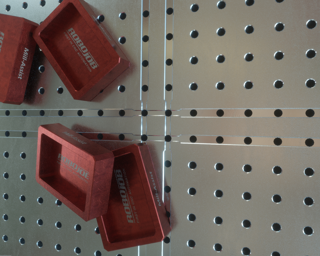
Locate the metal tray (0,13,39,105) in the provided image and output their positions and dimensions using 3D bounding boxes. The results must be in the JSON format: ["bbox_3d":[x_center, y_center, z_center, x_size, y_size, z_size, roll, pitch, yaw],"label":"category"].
[{"bbox_3d":[-0.244,-0.110,0.487,0.090,0.030,0.129,18,96,27],"label":"metal tray"}]

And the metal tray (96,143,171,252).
[{"bbox_3d":[-0.047,0.094,0.425,0.090,0.030,0.129,-18,84,18],"label":"metal tray"}]

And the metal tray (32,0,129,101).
[{"bbox_3d":[-0.116,-0.115,0.449,0.090,0.030,0.130,-39,78,15],"label":"metal tray"}]

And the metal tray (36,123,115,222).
[{"bbox_3d":[-0.120,0.055,0.420,0.130,0.030,0.089,22,110,36],"label":"metal tray"}]
